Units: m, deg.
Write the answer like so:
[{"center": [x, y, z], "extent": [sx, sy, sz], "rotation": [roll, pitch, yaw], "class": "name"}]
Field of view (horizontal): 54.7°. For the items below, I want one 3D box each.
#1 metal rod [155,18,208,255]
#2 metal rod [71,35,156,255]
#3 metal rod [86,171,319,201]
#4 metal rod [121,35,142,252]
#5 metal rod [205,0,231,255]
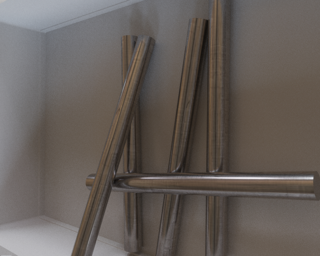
[{"center": [0.027, 0.020, 0.382], "extent": [0.025, 0.025, 0.298], "rotation": [13, 98, 39], "class": "metal rod"}, {"center": [-0.058, 0.022, 0.402], "extent": [0.025, 0.025, 0.299], "rotation": [10, 81, 39], "class": "metal rod"}, {"center": [0.018, 0.064, 0.356], "extent": [0.300, 0.025, 0.025], "rotation": [-7, 85, 39], "class": "metal rod"}, {"center": [-0.040, 0.021, 0.437], "extent": [0.025, 0.025, 0.298], "rotation": [-2, 89, 39], "class": "metal rod"}, {"center": [0.066, -0.001, 0.351], "extent": [0.025, 0.025, 0.298], "rotation": [1, 91, 39], "class": "metal rod"}]
